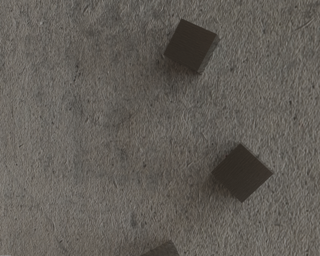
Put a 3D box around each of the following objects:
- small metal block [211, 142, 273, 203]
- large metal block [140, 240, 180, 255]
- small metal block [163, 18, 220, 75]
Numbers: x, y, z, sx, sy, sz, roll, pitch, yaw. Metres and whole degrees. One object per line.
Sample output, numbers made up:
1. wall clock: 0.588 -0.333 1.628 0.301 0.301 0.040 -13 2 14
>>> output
1. small metal block: 0.099 0.053 0.374 0.050 0.025 0.050 45 104 14
2. large metal block: -0.006 0.205 0.397 0.080 0.050 0.080 -33 80 16
3. small metal block: 0.040 -0.103 0.394 0.050 0.025 0.050 30 100 17
